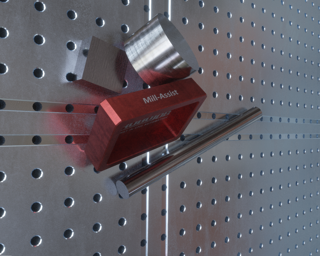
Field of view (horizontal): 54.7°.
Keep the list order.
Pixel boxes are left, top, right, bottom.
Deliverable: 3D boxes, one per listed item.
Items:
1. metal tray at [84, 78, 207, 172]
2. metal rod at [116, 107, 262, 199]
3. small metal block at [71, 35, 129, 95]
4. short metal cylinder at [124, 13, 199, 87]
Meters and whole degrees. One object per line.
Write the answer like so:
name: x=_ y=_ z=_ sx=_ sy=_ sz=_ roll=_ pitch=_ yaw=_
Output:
metal tray: x=-0.015 y=-0.006 z=0.357 sx=0.131 sy=0.089 sz=0.030 roll=-20 pitch=62 yaw=-38
metal rod: x=0.064 y=0.024 z=0.464 sx=0.302 sy=0.025 sz=0.025 roll=-25 pitch=106 yaw=-37
small metal block: x=-0.067 y=-0.070 z=0.354 sx=0.050 sy=0.025 sz=0.050 roll=19 pitch=78 yaw=-39
short metal cylinder: x=0.003 y=-0.089 z=0.372 sx=0.080 sy=0.050 sz=0.080 roll=44 pitch=26 yaw=-28
